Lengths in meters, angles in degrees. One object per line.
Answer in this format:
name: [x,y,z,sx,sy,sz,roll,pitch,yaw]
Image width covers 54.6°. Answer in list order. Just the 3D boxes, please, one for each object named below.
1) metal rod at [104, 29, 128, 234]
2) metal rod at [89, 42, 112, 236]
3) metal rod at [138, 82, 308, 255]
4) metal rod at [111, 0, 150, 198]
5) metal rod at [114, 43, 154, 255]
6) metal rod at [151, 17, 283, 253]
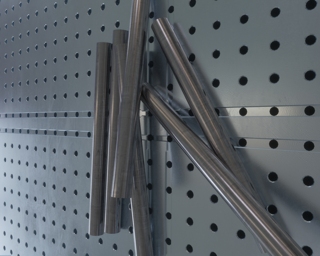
metal rod: [-0.064,0.007,0.463,0.025,0.025,0.298,5,93,40]
metal rod: [-0.093,0.018,0.487,0.025,0.025,0.298,5,93,40]
metal rod: [0.052,0.038,0.336,0.300,0.025,0.025,51,120,39]
metal rod: [-0.036,-0.061,0.408,0.025,0.025,0.299,-2,79,40]
metal rod: [-0.036,0.034,0.430,0.025,0.025,0.298,-7,88,40]
metal rod: [0.057,-0.007,0.362,0.025,0.025,0.299,-37,67,34]
